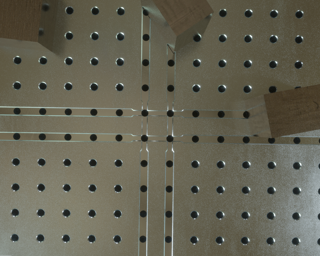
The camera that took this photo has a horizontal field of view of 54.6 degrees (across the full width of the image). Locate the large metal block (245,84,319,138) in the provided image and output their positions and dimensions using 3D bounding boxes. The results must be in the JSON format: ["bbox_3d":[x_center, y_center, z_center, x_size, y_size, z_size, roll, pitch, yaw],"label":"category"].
[{"bbox_3d":[0.160,-0.021,0.387,0.080,0.080,0.050,-11,90,0],"label":"large metal block"}]

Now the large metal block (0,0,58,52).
[{"bbox_3d":[-0.183,-0.148,0.400,0.080,0.050,0.080,7,90,0],"label":"large metal block"}]

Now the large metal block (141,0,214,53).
[{"bbox_3d":[0.017,-0.150,0.386,0.050,0.080,0.080,-34,90,0],"label":"large metal block"}]
